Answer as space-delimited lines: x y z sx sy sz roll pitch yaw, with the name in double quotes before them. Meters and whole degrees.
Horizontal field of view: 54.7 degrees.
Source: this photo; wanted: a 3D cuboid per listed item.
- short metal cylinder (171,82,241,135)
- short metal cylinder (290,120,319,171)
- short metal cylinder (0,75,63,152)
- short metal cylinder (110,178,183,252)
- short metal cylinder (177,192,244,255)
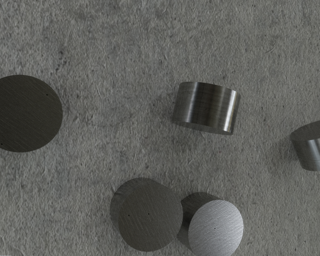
"short metal cylinder" 0.059 -0.024 0.401 0.081 0.080 0.050 14 85 -20
"short metal cylinder" 0.248 0.024 0.471 0.081 0.080 0.050 -27 99 -18
"short metal cylinder" -0.150 -0.015 0.340 0.081 0.050 0.080 0 90 -20
"short metal cylinder" -0.018 0.106 0.389 0.081 0.050 0.080 0 90 -20
"short metal cylinder" 0.064 0.132 0.419 0.081 0.050 0.080 0 90 -20
